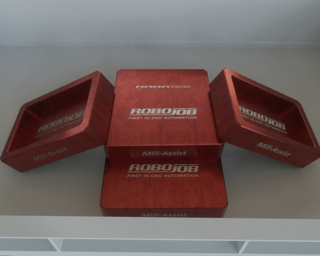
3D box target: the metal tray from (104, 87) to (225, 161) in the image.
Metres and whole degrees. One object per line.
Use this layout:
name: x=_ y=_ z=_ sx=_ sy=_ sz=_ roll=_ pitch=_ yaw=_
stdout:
metal tray: x=0.004 y=-0.007 z=0.366 sx=0.131 sy=0.030 sz=0.090 roll=-1 pitch=50 yaw=-1

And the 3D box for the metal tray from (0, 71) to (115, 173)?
metal tray: x=-0.119 y=-0.007 z=0.365 sx=0.130 sy=0.030 sz=0.090 roll=-18 pitch=47 yaw=23

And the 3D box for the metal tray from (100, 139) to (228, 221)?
metal tray: x=0.004 y=0.056 z=0.351 sx=0.131 sy=0.030 sz=0.090 roll=0 pitch=50 yaw=-1

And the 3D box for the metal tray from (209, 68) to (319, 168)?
metal tray: x=0.125 y=-0.011 z=0.369 sx=0.131 sy=0.030 sz=0.090 roll=18 pitch=46 yaw=-23

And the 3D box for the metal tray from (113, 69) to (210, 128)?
metal tray: x=0.004 y=-0.043 z=0.434 sx=0.131 sy=0.030 sz=0.090 roll=0 pitch=50 yaw=-1
